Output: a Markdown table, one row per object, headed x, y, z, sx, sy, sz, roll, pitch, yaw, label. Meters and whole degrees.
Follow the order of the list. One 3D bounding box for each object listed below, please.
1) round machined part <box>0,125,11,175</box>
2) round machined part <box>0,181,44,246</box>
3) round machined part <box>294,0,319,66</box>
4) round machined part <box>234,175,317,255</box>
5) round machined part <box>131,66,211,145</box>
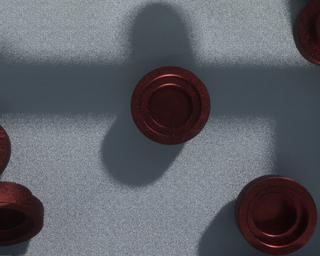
| x | y | z | sx | sy | sz | roll | pitch | yaw | label |
| --- | --- | --- | --- | --- | --- | --- | --- | --- | --- |
| -0.242 | 0.030 | 0.391 | 0.099 | 0.042 | 0.098 | 3 | 78 | -16 | round machined part |
| -0.196 | 0.103 | 0.384 | 0.099 | 0.042 | 0.097 | -9 | 134 | -9 | round machined part |
| 0.228 | -0.128 | 0.396 | 0.098 | 0.042 | 0.097 | 1 | 98 | 7 | round machined part |
| 0.146 | 0.109 | 0.404 | 0.099 | 0.042 | 0.097 | 0 | 90 | 0 | round machined part |
| 0.013 | -0.028 | 0.403 | 0.099 | 0.042 | 0.097 | 0 | 90 | 0 | round machined part |
